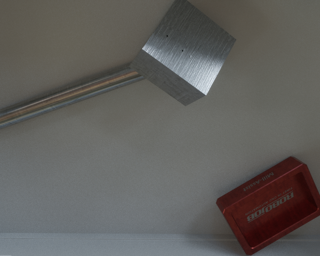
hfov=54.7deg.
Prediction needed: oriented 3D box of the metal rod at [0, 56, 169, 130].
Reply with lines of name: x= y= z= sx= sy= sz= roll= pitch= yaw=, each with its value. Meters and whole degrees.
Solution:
metal rod: x=-0.131 y=-0.037 z=0.395 sx=0.301 sy=0.025 sz=0.025 roll=-18 pitch=109 yaw=6

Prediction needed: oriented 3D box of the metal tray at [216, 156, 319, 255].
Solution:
metal tray: x=0.157 y=0.111 z=0.440 sx=0.130 sy=0.030 sz=0.090 roll=-30 pitch=108 yaw=0

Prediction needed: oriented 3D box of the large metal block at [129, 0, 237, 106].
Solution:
large metal block: x=0.025 y=-0.084 z=0.347 sx=0.080 sy=0.050 sz=0.080 roll=34 pitch=70 yaw=-12
